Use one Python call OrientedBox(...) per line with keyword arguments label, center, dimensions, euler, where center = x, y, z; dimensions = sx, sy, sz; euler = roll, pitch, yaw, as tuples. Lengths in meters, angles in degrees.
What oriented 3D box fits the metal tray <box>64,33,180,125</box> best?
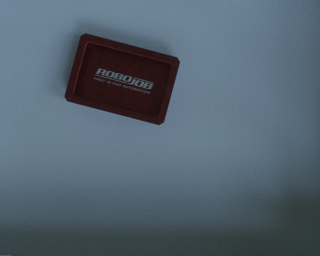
OrientedBox(label="metal tray", center=(-0.048, -0.062, 0.408), dimensions=(0.131, 0.030, 0.089), euler=(15, 90, -1))
